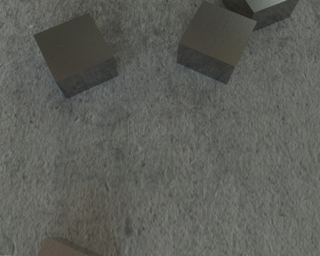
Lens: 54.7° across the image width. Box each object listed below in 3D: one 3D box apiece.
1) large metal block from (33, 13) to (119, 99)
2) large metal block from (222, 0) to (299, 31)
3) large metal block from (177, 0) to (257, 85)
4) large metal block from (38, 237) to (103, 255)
[{"bbox_3d":[-0.114,-0.100,0.430,0.080,0.050,0.080,-26,72,-10],"label":"large metal block"},{"bbox_3d":[0.150,-0.201,0.470,0.080,0.050,0.080,-23,72,-9],"label":"large metal block"},{"bbox_3d":[0.079,-0.121,0.440,0.080,0.050,0.080,26,72,8],"label":"large metal block"},{"bbox_3d":[-0.097,0.172,0.331,0.080,0.050,0.080,21,71,7],"label":"large metal block"}]
